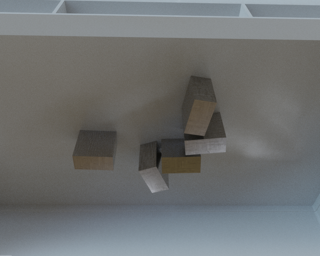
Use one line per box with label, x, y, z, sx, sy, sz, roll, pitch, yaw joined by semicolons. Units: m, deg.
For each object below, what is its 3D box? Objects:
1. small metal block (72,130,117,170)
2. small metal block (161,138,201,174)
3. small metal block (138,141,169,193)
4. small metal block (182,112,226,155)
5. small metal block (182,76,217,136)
small metal block;-0.086;0.029;0.416;0.050;0.050;0.025;2;130;-2
small metal block;0.027;0.037;0.422;0.050;0.050;0.025;-1;116;0
small metal block;-0.008;0.055;0.440;0.025;0.050;0.050;-16;129;13
small metal block;0.056;0.007;0.399;0.050;0.050;0.025;-5;130;3
small metal block;0.045;-0.027;0.371;0.025;0.050;0.050;8;130;-7
